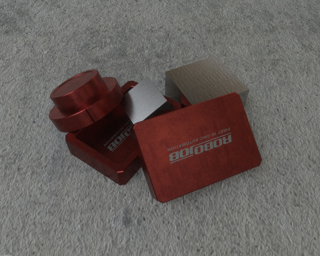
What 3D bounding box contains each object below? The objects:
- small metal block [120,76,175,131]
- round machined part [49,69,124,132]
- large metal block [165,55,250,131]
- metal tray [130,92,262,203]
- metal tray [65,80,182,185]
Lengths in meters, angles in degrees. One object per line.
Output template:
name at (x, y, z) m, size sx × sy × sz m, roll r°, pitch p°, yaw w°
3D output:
small metal block at (-0.018, -0.030, 0.400) m, size 0.050 × 0.025 × 0.050 m, roll -39°, pitch 58°, yaw 4°
round machined part at (-0.100, -0.041, 0.400) m, size 0.098 × 0.042 × 0.098 m, roll -20°, pitch 29°, yaw 12°
large metal block at (0.061, -0.047, 0.429) m, size 0.081 × 0.050 × 0.080 m, roll -21°, pitch 53°, yaw -17°
metal tray at (0.041, 0.020, 0.355) m, size 0.131 × 0.030 × 0.090 m, roll -18°, pitch 89°, yaw -14°
metal tray at (-0.042, 0.000, 0.400) m, size 0.090 × 0.030 × 0.131 m, roll 28°, pitch 55°, yaw 21°
